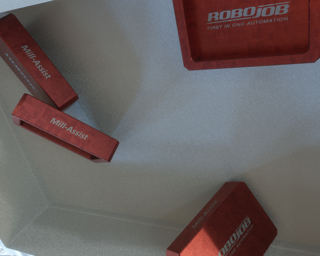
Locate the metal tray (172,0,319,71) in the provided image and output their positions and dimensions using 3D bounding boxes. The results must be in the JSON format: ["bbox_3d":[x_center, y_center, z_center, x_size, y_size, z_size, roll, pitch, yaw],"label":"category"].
[{"bbox_3d":[0.082,-0.106,0.296,0.130,0.030,0.089,1,119,27],"label":"metal tray"}]

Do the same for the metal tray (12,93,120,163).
[{"bbox_3d":[-0.129,0.006,0.420,0.131,0.030,0.090,29,163,-18],"label":"metal tray"}]

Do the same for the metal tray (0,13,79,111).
[{"bbox_3d":[-0.170,-0.077,0.419,0.130,0.030,0.090,53,157,-11],"label":"metal tray"}]

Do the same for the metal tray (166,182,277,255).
[{"bbox_3d":[0.081,0.140,0.382,0.090,0.131,0.030,55,151,-9],"label":"metal tray"}]
